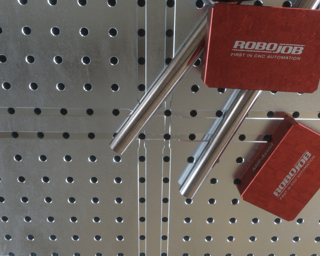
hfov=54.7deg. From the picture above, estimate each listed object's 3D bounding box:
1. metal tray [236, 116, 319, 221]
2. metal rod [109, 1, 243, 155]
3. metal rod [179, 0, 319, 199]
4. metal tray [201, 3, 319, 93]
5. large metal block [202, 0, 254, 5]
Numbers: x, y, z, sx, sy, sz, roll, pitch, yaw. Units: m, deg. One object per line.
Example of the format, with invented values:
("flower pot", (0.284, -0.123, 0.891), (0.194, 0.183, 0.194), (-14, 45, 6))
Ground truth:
("metal tray", (0.182, 0.060, 0.435), (0.090, 0.030, 0.129), (27, 108, -10))
("metal rod", (0.031, -0.085, 0.382), (0.025, 0.025, 0.299), (35, 106, -12))
("metal rod", (0.107, -0.030, 0.403), (0.025, 0.025, 0.298), (26, 108, -10))
("metal tray", (0.117, -0.090, 0.352), (0.131, 0.030, 0.089), (3, 110, -2))
("large metal block", (0.082, -0.177, 0.316), (0.080, 0.050, 0.079), (1, 97, 17))
